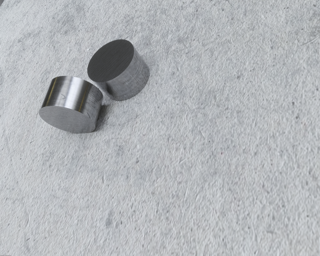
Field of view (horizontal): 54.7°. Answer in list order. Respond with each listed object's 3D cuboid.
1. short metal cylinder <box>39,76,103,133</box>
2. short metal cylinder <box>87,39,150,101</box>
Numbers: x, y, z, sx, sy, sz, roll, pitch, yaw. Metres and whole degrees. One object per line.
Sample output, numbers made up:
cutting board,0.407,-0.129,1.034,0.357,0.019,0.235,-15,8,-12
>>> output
short metal cylinder,-0.129,-0.032,0.457,0.080,0.080,0.050,-5,60,26
short metal cylinder,-0.063,-0.088,0.475,0.080,0.050,0.080,-13,56,21
